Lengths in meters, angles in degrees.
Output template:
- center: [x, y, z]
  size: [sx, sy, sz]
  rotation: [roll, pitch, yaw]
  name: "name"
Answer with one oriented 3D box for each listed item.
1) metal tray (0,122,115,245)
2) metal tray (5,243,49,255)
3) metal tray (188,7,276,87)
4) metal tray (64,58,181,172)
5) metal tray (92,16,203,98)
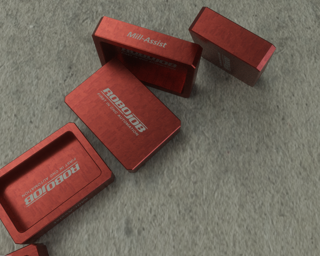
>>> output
- center: [-0.134, 0.065, 0.379]
  size: [0.131, 0.030, 0.090]
  rotation: [-37, 74, -13]
  name: "metal tray"
- center: [-0.152, 0.203, 0.329]
  size: [0.091, 0.030, 0.130]
  rotation: [-23, 72, -9]
  name: "metal tray"
- center: [0.089, -0.095, 0.387]
  size: [0.090, 0.130, 0.030]
  rotation: [34, 97, 11]
  name: "metal tray"
- center: [-0.048, -0.018, 0.405]
  size: [0.090, 0.030, 0.130]
  rotation: [-42, 78, -10]
  name: "metal tray"
- center: [-0.016, -0.089, 0.405]
  size: [0.131, 0.090, 0.030]
  rotation: [19, 71, 6]
  name: "metal tray"
